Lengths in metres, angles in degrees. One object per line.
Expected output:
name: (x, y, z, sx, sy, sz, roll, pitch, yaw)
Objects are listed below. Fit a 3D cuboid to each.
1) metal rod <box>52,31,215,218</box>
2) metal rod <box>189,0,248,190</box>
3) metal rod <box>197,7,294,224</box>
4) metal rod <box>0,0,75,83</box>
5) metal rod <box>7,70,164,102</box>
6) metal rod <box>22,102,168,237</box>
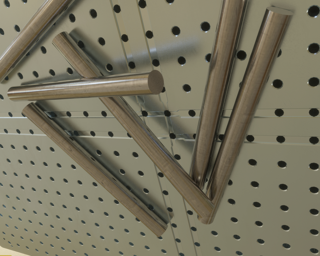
metal rod: (-0.035, -0.004, 0.408, 0.300, 0.025, 0.025, 50, 129, 0)
metal rod: (0.063, -0.043, 0.351, 0.025, 0.025, 0.298, 18, 126, 17)
metal rod: (0.089, 0.012, 0.371, 0.025, 0.025, 0.298, 21, 127, 15)
metal rod: (-0.177, -0.129, 0.425, 0.299, 0.025, 0.025, -27, 104, 37)
metal rod: (-0.119, -0.051, 0.408, 0.300, 0.025, 0.025, 2, 120, 40)
metal rod: (-0.105, 0.069, 0.510, 0.300, 0.025, 0.025, 43, 129, -2)
